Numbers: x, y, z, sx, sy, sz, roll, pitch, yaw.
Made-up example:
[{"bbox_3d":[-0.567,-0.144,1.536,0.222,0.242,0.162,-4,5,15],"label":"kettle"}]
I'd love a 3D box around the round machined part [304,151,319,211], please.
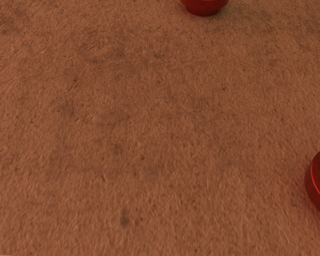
[{"bbox_3d":[0.208,0.069,0.337,0.099,0.042,0.098,0,50,0],"label":"round machined part"}]

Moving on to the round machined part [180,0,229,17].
[{"bbox_3d":[0.086,-0.256,0.608,0.099,0.042,0.098,0,50,0],"label":"round machined part"}]
